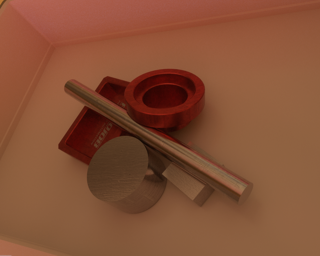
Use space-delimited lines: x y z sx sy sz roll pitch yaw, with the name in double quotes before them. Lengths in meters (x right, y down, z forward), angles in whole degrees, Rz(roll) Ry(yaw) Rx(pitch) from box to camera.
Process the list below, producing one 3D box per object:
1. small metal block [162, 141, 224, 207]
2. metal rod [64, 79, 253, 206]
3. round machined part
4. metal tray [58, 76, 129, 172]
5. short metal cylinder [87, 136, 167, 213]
"small metal block" 0.040 0.051 0.350 0.050 0.025 0.050 -49 52 -7
"metal rod" -0.025 0.001 0.378 0.300 0.025 0.025 30 78 35
"round machined part" 0.007 -0.032 0.391 0.099 0.042 0.098 -4 41 4
"metal tray" -0.075 -0.007 0.441 0.090 0.030 0.130 20 72 35
"short metal cylinder" -0.039 0.056 0.371 0.080 0.050 0.080 -13 56 20
